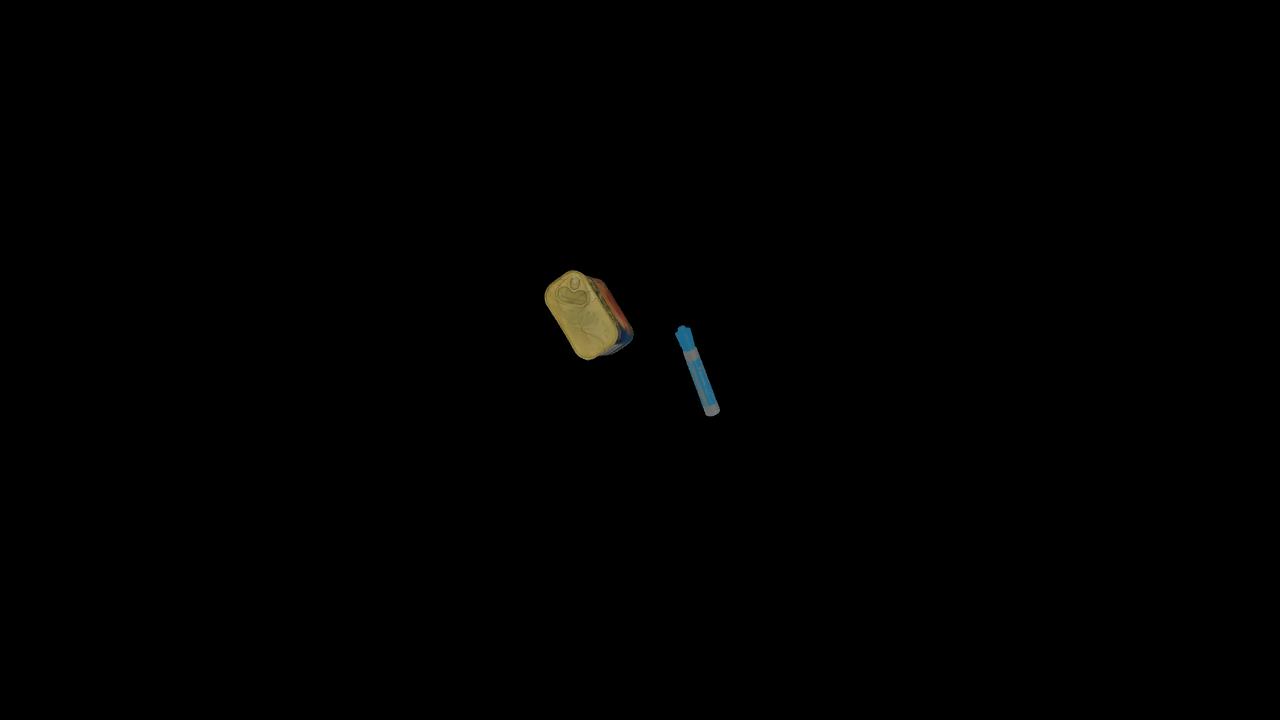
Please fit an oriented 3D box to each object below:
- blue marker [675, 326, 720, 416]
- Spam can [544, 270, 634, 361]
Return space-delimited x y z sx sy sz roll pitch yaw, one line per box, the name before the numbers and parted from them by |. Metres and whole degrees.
blue marker | 0.068 0.013 0.729 0.020 0.121 0.020 -19 24 9
Spam can | -0.058 -0.052 0.738 0.058 0.101 0.085 -32 -6 13
